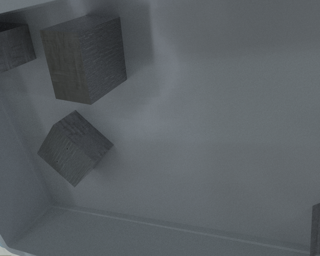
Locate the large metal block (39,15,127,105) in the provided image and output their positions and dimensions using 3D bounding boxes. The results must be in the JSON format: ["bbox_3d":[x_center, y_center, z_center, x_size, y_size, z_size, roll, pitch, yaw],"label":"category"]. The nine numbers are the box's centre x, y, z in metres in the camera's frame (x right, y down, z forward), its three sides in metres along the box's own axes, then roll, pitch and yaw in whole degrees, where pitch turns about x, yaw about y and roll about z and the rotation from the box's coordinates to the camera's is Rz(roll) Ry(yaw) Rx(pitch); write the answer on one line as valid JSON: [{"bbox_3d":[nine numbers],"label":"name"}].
[{"bbox_3d":[-0.085,-0.083,0.366,0.050,0.080,0.079,11,123,22],"label":"large metal block"}]

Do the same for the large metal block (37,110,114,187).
[{"bbox_3d":[-0.133,0.033,0.483,0.080,0.050,0.080,43,129,-2],"label":"large metal block"}]

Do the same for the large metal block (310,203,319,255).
[{"bbox_3d":[0.216,0.131,0.340,0.080,0.080,0.050,45,129,-3],"label":"large metal block"}]

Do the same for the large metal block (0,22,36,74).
[{"bbox_3d":[-0.237,-0.112,0.429,0.080,0.080,0.050,12,123,22],"label":"large metal block"}]
